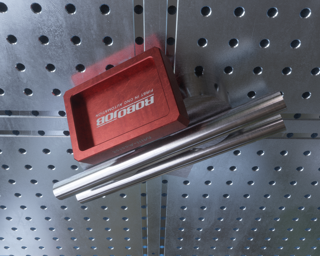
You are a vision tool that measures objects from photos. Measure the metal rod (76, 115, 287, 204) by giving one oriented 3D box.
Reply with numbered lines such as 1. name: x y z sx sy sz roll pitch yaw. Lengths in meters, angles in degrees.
1. metal rod: 0.015 0.046 0.417 0.300 0.025 0.025 -22 127 17

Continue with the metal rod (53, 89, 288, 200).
1. metal rod: -0.003 0.028 0.368 0.300 0.025 0.025 -23 127 18

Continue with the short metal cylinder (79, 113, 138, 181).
1. short metal cylinder: -0.065 0.026 0.416 0.081 0.050 0.079 0 130 0

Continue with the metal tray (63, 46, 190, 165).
1. metal tray: -0.042 -0.022 0.347 0.130 0.090 0.030 -23 159 17

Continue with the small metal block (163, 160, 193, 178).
1. small metal block: 0.022 0.043 0.447 0.050 0.025 0.050 11 129 -10

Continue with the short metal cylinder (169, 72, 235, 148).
1. short metal cylinder: 0.046 -0.021 0.378 0.081 0.050 0.079 0 130 0
